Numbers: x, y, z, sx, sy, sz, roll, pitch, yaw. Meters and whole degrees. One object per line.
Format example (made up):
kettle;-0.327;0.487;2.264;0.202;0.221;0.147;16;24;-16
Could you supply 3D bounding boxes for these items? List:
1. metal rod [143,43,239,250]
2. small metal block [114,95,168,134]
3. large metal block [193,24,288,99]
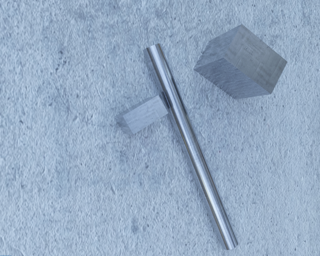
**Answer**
metal rod;0.045;0.031;0.425;0.025;0.025;0.299;-25;99;-18
small metal block;-0.025;-0.016;0.387;0.050;0.050;0.025;-32;101;-17
large metal block;0.105;-0.084;0.418;0.080;0.080;0.050;32;80;-17
